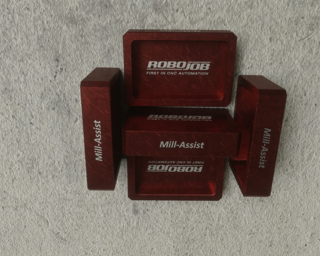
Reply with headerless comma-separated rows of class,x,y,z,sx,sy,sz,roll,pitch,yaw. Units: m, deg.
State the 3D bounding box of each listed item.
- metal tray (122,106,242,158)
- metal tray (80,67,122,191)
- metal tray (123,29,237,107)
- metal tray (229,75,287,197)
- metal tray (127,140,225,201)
metal tray,0.024,0.002,0.379,0.131,0.090,0.030,1,111,-1
metal tray,-0.067,-0.002,0.375,0.030,0.090,0.129,1,111,-1
metal tray,0.023,-0.073,0.382,0.131,0.030,0.089,0,113,-1
metal tray,0.114,0.007,0.380,0.030,0.090,0.129,1,110,0
metal tray,0.021,0.054,0.430,0.131,0.030,0.089,1,109,-1
